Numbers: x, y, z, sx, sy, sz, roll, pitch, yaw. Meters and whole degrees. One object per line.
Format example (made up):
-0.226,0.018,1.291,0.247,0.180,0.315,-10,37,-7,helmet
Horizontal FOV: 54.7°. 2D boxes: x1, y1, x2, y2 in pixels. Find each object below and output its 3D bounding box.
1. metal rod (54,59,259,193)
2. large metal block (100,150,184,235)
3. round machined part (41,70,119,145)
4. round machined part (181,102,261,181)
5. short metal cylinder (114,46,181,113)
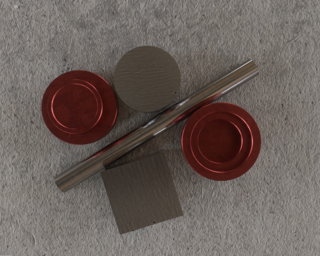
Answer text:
-0.004,-0.003,0.412,0.301,0.025,0.025,-31,90,0,metal rod
-0.022,0.079,0.399,0.080,0.050,0.080,-17,90,0,large metal block
-0.105,-0.027,0.401,0.099,0.042,0.097,0,90,0,round machined part
0.076,0.017,0.403,0.099,0.042,0.097,0,90,0,round machined part
-0.015,-0.060,0.398,0.081,0.050,0.079,0,90,0,short metal cylinder
